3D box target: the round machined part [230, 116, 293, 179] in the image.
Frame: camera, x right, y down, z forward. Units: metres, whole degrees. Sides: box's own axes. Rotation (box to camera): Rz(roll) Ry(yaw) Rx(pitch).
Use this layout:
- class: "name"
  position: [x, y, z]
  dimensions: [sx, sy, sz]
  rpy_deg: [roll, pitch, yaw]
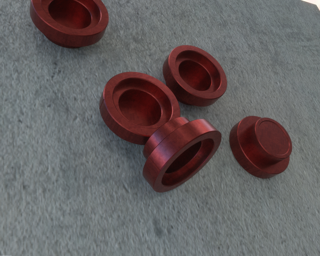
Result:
- class: "round machined part"
  position: [0.158, 0.023, 0.466]
  dimensions: [0.099, 0.042, 0.098]
  rpy_deg: [14, 56, -21]

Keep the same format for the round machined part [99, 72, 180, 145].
- class: "round machined part"
  position: [-0.028, -0.020, 0.388]
  dimensions: [0.099, 0.042, 0.098]
  rpy_deg: [14, 52, -18]

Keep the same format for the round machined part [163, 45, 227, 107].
- class: "round machined part"
  position: [0.048, -0.073, 0.465]
  dimensions: [0.099, 0.042, 0.098]
  rpy_deg: [14, 56, -21]

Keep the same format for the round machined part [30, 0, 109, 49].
- class: "round machined part"
  position: [-0.123, -0.147, 0.417]
  dimensions: [0.099, 0.042, 0.098]
  rpy_deg: [14, 56, -21]

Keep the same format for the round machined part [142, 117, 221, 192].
- class: "round machined part"
  position: [0.020, 0.026, 0.357]
  dimensions: [0.099, 0.097, 0.042]
  rpy_deg: [-20, 56, -36]
